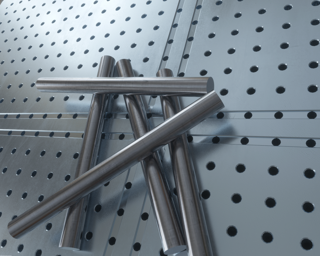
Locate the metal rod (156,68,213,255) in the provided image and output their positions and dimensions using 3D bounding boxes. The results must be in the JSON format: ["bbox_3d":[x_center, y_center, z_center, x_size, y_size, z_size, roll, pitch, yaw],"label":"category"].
[{"bbox_3d":[0.027,0.044,0.366,0.025,0.025,0.299,-20,54,16],"label":"metal rod"}]

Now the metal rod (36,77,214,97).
[{"bbox_3d":[-0.069,-0.061,0.448,0.300,0.025,0.025,5,64,30],"label":"metal rod"}]

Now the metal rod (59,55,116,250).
[{"bbox_3d":[-0.098,0.016,0.447,0.025,0.025,0.299,-9,58,23],"label":"metal rod"}]

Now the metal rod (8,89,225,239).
[{"bbox_3d":[-0.057,0.047,0.375,0.300,0.025,0.025,-33,52,6],"label":"metal rod"}]

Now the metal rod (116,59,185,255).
[{"bbox_3d":[-0.021,0.012,0.410,0.025,0.025,0.299,-27,52,11],"label":"metal rod"}]
